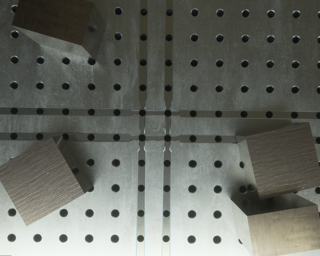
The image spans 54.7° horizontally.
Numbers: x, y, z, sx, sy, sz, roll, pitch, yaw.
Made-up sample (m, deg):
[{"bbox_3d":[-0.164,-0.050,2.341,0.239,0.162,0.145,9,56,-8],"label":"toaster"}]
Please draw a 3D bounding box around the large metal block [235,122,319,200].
[{"bbox_3d":[0.152,0.040,0.403,0.080,0.050,0.080,-13,90,-1],"label":"large metal block"}]

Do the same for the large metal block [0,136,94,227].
[{"bbox_3d":[-0.146,0.065,0.399,0.080,0.050,0.080,-30,90,0],"label":"large metal block"}]

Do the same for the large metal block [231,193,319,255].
[{"bbox_3d":[0.141,0.117,0.388,0.081,0.080,0.050,-9,90,0],"label":"large metal block"}]

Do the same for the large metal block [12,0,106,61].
[{"bbox_3d":[-0.119,-0.127,0.384,0.080,0.080,0.050,16,90,-1],"label":"large metal block"}]
